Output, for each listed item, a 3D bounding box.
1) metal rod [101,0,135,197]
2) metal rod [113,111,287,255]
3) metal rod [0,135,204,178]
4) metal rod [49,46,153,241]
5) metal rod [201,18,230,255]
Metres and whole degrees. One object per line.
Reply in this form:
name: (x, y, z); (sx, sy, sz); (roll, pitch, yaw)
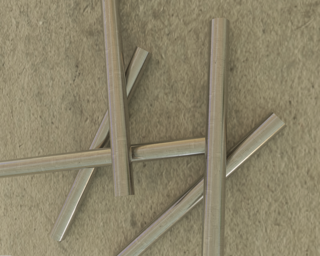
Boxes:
metal rod: (-0.057, -0.064, 0.401); (0.025, 0.025, 0.299); (-10, 77, 19)
metal rod: (0.036, 0.092, 0.395); (0.299, 0.025, 0.025); (-45, 76, 14)
metal rod: (-0.083, 0.040, 0.412); (0.301, 0.025, 0.025); (-7, 88, 10)
metal rod: (-0.087, 0.028, 0.438); (0.025, 0.025, 0.298); (29, 99, 17)
metal rod: (0.065, 0.017, 0.363); (0.025, 0.025, 0.298); (0, 82, 19)
